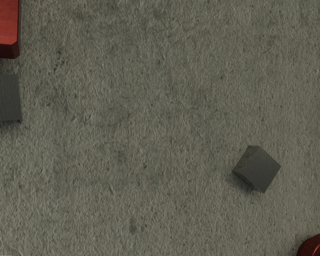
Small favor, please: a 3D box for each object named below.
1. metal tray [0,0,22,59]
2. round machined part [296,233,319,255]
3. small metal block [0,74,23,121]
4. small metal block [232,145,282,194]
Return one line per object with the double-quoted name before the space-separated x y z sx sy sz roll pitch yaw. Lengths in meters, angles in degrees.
"metal tray" -0.192 -0.139 0.317 0.091 0.030 0.129 0 75 -20
"round machined part" 0.261 0.217 0.499 0.099 0.042 0.097 0 90 -21
"small metal block" -0.182 -0.032 0.342 0.050 0.025 0.050 -5 92 -20
"small metal block" 0.145 0.061 0.465 0.050 0.025 0.050 41 77 -16
